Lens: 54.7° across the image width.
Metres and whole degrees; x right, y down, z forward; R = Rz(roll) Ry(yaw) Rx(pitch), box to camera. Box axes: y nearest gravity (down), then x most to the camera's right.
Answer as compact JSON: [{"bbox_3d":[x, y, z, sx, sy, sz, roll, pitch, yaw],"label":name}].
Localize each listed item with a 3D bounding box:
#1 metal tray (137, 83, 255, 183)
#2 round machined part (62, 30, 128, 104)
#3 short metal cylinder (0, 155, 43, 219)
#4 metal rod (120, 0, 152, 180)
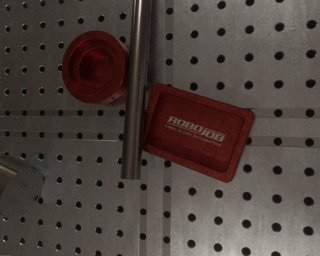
[{"bbox_3d":[0.043,0.004,0.394,0.130,0.030,0.089,20,96,18],"label":"metal tray"},{"bbox_3d":[-0.083,-0.081,0.432,0.098,0.042,0.097,0,90,19],"label":"round machined part"},{"bbox_3d":[-0.222,0.086,0.460,0.050,0.080,0.080,19,97,18],"label":"short metal cylinder"},{"bbox_3d":[-0.028,-0.085,0.401,0.025,0.025,0.298,1,83,19],"label":"metal rod"}]
